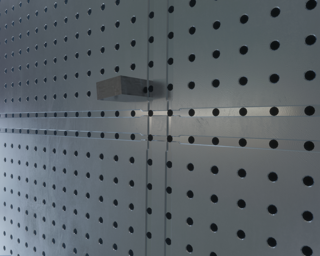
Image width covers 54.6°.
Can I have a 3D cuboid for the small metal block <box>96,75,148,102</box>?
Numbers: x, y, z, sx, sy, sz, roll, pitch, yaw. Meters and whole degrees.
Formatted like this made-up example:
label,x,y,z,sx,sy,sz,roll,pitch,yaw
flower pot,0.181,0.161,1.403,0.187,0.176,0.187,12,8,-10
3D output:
label,x,y,z,sx,sy,sz,roll,pitch,yaw
small metal block,-0.054,-0.054,0.439,0.050,0.050,0.025,-7,86,40
